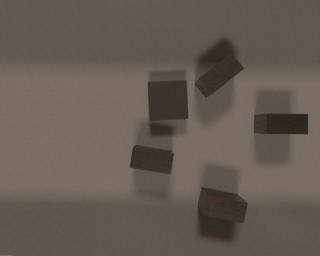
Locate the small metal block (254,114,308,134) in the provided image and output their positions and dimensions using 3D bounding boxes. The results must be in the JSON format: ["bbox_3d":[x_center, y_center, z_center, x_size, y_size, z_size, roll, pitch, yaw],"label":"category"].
[{"bbox_3d":[0.155,-0.005,0.401,0.050,0.050,0.025,0,90,-1],"label":"small metal block"}]

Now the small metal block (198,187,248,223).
[{"bbox_3d":[0.079,0.098,0.400,0.050,0.050,0.025,11,90,-1],"label":"small metal block"}]

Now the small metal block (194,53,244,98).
[{"bbox_3d":[0.075,-0.066,0.400,0.050,0.050,0.025,-39,91,0],"label":"small metal block"}]

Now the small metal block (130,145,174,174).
[{"bbox_3d":[-0.010,0.040,0.399,0.050,0.050,0.025,9,90,-1],"label":"small metal block"}]

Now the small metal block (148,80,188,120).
[{"bbox_3d":[0.010,-0.036,0.412,0.050,0.025,0.050,-3,90,-1],"label":"small metal block"}]
